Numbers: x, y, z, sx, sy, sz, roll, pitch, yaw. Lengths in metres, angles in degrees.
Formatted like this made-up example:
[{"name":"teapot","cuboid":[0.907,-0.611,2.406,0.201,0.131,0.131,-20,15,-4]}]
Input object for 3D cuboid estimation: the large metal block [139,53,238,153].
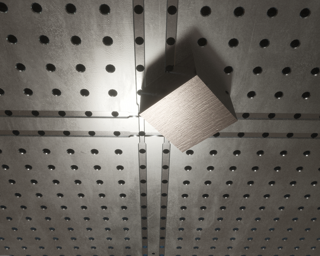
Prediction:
[{"name":"large metal block","cuboid":[0.033,-0.028,0.372,0.080,0.050,0.080,-33,123,24]}]
